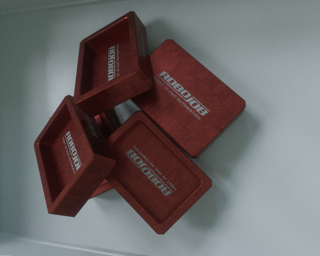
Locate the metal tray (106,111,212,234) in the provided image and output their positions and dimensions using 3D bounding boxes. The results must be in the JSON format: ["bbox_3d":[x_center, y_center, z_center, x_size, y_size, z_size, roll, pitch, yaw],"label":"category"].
[{"bbox_3d":[-0.012,0.054,0.388,0.090,0.030,0.130,-44,83,-5],"label":"metal tray"}]

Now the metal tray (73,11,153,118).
[{"bbox_3d":[-0.060,-0.084,0.390,0.090,0.030,0.130,-24,46,18],"label":"metal tray"}]

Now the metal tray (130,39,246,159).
[{"bbox_3d":[0.027,-0.037,0.384,0.090,0.030,0.130,-45,76,-4],"label":"metal tray"}]

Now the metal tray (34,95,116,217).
[{"bbox_3d":[-0.110,0.030,0.377,0.090,0.030,0.130,-51,43,15],"label":"metal tray"}]

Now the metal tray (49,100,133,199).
[{"bbox_3d":[-0.094,0.027,0.439,0.090,0.030,0.130,-27,81,17],"label":"metal tray"}]
